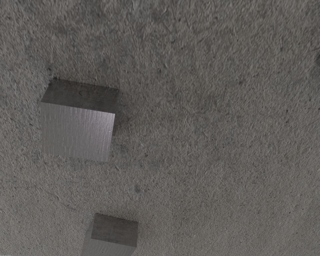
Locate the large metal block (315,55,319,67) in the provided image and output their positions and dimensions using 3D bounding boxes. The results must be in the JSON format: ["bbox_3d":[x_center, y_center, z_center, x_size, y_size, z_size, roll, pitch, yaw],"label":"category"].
[{"bbox_3d":[0.230,-0.081,0.324,0.081,0.050,0.079,14,129,-12],"label":"large metal block"}]

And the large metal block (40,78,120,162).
[{"bbox_3d":[-0.097,-0.008,0.383,0.081,0.050,0.079,9,130,-8],"label":"large metal block"}]

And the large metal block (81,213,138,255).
[{"bbox_3d":[-0.092,0.206,0.565,0.081,0.050,0.079,17,128,-14],"label":"large metal block"}]
